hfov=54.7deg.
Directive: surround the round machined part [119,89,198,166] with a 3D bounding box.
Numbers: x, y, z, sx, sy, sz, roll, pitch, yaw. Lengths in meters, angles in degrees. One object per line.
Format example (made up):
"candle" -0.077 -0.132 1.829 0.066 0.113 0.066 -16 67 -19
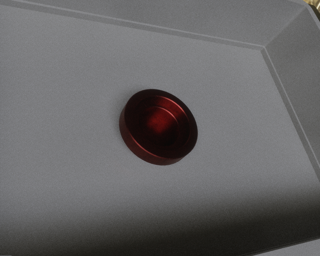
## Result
"round machined part" -0.005 0.003 0.392 0.099 0.042 0.098 14 56 -21
